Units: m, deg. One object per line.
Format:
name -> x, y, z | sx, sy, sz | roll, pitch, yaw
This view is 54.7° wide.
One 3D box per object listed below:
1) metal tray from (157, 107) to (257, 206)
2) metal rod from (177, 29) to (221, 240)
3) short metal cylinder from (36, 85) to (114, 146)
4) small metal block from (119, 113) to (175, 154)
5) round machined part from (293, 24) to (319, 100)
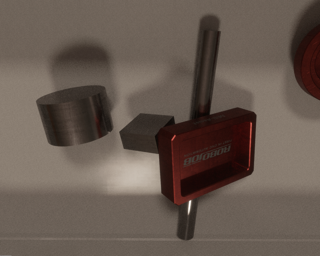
metal tray -> 0.062, 0.032, 0.387 | 0.131, 0.030, 0.089 | -15, 113, -29
metal rod -> 0.049, 0.023, 0.420 | 0.025, 0.025, 0.298 | 4, 110, -2
short metal cylinder -> -0.101, -0.017, 0.374 | 0.080, 0.080, 0.050 | -8, 110, 2
small metal block -> -0.014, 0.005, 0.389 | 0.050, 0.050, 0.025 | 6, 122, 29
round machined part -> 0.211, -0.082, 0.375 | 0.099, 0.042, 0.097 | 0, 110, -1
